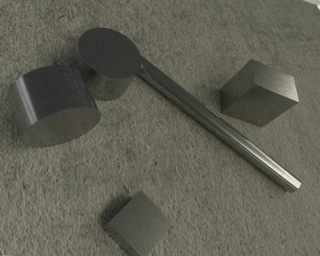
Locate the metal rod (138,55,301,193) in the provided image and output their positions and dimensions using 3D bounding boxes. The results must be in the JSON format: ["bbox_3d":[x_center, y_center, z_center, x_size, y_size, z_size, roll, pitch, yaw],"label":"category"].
[{"bbox_3d":[0.082,-0.005,0.452,0.301,0.025,0.025,38,51,-3],"label":"metal rod"}]

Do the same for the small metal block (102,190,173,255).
[{"bbox_3d":[-0.023,0.104,0.329,0.050,0.025,0.050,46,51,3],"label":"small metal block"}]

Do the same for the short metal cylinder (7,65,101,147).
[{"bbox_3d":[-0.109,-0.021,0.323,0.081,0.080,0.050,-15,70,-34],"label":"short metal cylinder"}]

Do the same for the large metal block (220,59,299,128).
[{"bbox_3d":[0.152,-0.051,0.484,0.081,0.080,0.050,17,55,-19],"label":"large metal block"}]

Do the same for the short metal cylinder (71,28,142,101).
[{"bbox_3d":[-0.071,-0.082,0.401,0.081,0.050,0.080,14,56,-21],"label":"short metal cylinder"}]
